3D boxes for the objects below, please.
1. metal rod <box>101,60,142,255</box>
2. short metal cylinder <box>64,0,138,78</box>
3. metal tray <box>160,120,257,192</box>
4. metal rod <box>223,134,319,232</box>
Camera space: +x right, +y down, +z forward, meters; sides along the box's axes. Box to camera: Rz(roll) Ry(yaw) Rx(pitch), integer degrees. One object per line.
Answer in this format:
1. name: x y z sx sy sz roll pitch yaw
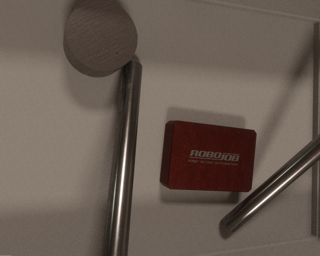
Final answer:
1. metal rod: -0.041 0.053 0.332 0.025 0.025 0.299 13 61 -20
2. short metal cylinder: -0.072 -0.104 0.371 0.081 0.050 0.079 0 90 -20
3. metal tray: 0.070 0.041 0.435 0.131 0.030 0.089 7 88 -20
4. metal rod: 0.204 0.038 0.424 0.025 0.025 0.299 42 101 -16
